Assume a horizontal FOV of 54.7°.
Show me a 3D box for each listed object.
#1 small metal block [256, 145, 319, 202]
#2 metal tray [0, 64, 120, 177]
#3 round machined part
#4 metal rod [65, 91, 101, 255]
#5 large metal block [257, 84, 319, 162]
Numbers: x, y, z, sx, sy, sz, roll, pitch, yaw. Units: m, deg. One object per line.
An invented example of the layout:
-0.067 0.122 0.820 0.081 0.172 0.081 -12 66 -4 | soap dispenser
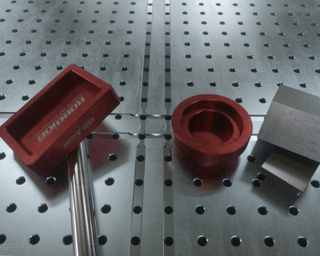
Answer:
0.152 0.050 0.368 0.050 0.025 0.050 33 57 24 | small metal block
-0.125 -0.015 0.384 0.090 0.030 0.130 32 71 35 | metal tray
0.063 0.005 0.393 0.099 0.042 0.098 0 50 0 | round machined part
-0.099 0.041 0.371 0.025 0.025 0.300 -11 51 -9 | metal rod
0.175 -0.009 0.383 0.080 0.050 0.080 23 30 18 | large metal block
